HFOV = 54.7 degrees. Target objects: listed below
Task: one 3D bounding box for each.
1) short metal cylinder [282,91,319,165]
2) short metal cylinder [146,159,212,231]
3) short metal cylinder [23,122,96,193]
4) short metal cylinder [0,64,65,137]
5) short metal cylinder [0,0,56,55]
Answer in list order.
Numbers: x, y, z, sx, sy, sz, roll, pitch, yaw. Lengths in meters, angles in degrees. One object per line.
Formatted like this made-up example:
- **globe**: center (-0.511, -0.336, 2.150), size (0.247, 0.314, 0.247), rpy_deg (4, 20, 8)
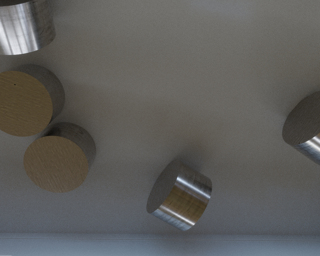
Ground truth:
- **short metal cylinder**: center (0.201, 0.000, 0.384), size (0.050, 0.080, 0.080), rpy_deg (33, 107, -12)
- **short metal cylinder**: center (0.025, 0.089, 0.415), size (0.050, 0.080, 0.080), rpy_deg (32, 107, -11)
- **short metal cylinder**: center (-0.130, 0.038, 0.411), size (0.081, 0.050, 0.079), rpy_deg (0, 110, 0)
- **short metal cylinder**: center (-0.165, -0.035, 0.383), size (0.081, 0.050, 0.079), rpy_deg (0, 110, 0)
- **short metal cylinder**: center (-0.157, -0.120, 0.329), size (0.081, 0.080, 0.050), rpy_deg (2, 133, -1)
